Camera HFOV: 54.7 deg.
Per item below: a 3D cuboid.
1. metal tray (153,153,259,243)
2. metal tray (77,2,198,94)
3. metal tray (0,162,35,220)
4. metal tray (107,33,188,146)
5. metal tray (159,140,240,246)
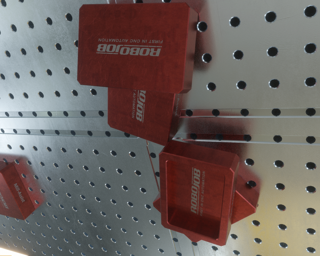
[{"bbox_3d":[0.061,0.103,0.438,0.090,0.030,0.129,43,129,-2],"label":"metal tray"},{"bbox_3d":[-0.028,-0.088,0.344,0.130,0.030,0.089,8,100,21],"label":"metal tray"},{"bbox_3d":[-0.331,0.132,0.660,0.090,0.030,0.129,3,120,26],"label":"metal tray"},{"bbox_3d":[-0.019,-0.049,0.387,0.090,0.030,0.129,19,126,17],"label":"metal tray"},{"bbox_3d":[0.047,0.084,0.394,0.090,0.030,0.129,12,123,21],"label":"metal tray"}]
